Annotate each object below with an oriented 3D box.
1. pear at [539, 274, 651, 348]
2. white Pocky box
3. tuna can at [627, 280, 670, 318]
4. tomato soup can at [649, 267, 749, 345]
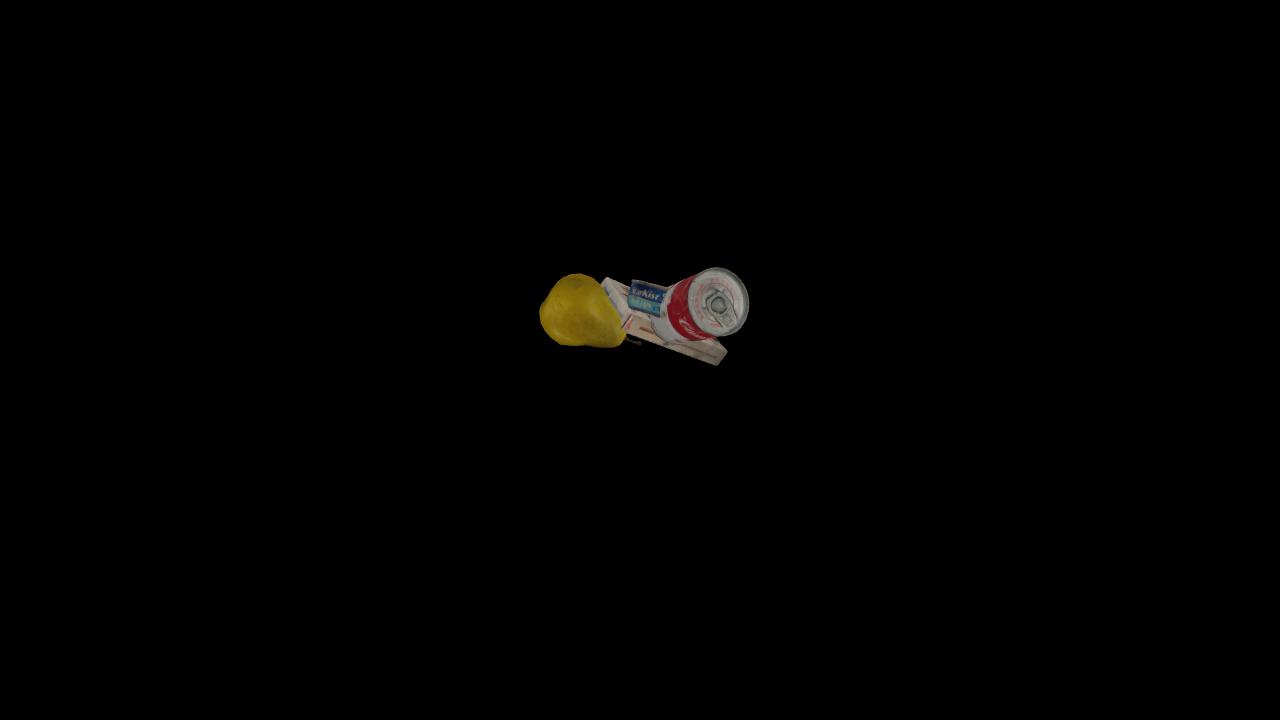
[{"bbox_3d":[-0.052,-0.040,0.666,0.111,0.080,0.080,37,-4,-5],"label":"pear"},{"bbox_3d":[0.026,-0.043,0.723,0.154,0.028,0.084,19,24,-37],"label":"white Pocky box"},{"bbox_3d":[0.026,-0.061,0.676,0.084,0.034,0.084,17,4,-1],"label":"tuna can"},{"bbox_3d":[0.057,-0.052,0.633,0.068,0.068,0.101,0,-4,-22],"label":"tomato soup can"}]
